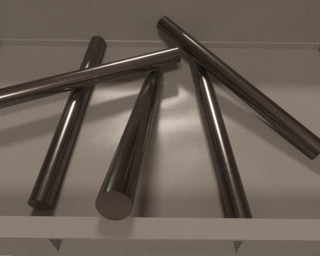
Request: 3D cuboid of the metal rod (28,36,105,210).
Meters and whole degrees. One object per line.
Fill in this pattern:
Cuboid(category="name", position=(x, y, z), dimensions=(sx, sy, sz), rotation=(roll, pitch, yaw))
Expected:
Cuboid(category="metal rod", position=(-0.117, -0.031, 0.429), dimensions=(0.025, 0.025, 0.300), rotation=(4, 50, 3))

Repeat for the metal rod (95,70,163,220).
Cuboid(category="metal rod", position=(-0.019, -0.014, 0.340), dimensions=(0.025, 0.025, 0.301), rotation=(4, 26, 3))

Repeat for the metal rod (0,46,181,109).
Cuboid(category="metal rod", position=(-0.113, -0.067, 0.425), dimensions=(0.302, 0.025, 0.025), rotation=(-17, 52, -15))

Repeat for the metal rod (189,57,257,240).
Cuboid(category="metal rod", position=(0.072, -0.005, 0.410), dimensions=(0.025, 0.025, 0.300), rotation=(-4, 50, -4))

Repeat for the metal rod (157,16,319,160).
Cuboid(category="metal rod", position=(0.102, -0.069, 0.439), dimensions=(0.025, 0.025, 0.300), rotation=(-34, 65, -25))
